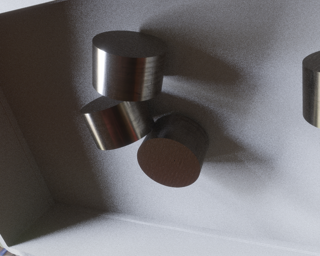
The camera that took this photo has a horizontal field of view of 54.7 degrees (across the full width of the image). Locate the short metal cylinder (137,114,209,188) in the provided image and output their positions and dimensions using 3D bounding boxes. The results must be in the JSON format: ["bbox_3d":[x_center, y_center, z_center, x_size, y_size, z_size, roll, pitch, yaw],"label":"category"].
[{"bbox_3d":[0.018,0.030,0.395,0.080,0.050,0.079,11,129,15],"label":"short metal cylinder"}]

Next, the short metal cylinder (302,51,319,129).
[{"bbox_3d":[0.166,-0.035,0.264,0.080,0.080,0.050,2,119,27],"label":"short metal cylinder"}]

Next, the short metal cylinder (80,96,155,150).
[{"bbox_3d":[-0.053,-0.014,0.392,0.080,0.080,0.050,-8,114,31],"label":"short metal cylinder"}]

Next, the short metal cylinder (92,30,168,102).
[{"bbox_3d":[-0.035,-0.071,0.347,0.080,0.080,0.050,20,126,16],"label":"short metal cylinder"}]
